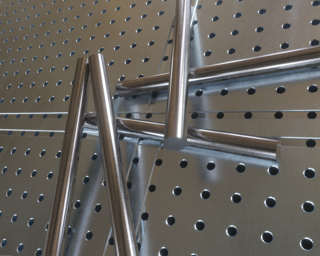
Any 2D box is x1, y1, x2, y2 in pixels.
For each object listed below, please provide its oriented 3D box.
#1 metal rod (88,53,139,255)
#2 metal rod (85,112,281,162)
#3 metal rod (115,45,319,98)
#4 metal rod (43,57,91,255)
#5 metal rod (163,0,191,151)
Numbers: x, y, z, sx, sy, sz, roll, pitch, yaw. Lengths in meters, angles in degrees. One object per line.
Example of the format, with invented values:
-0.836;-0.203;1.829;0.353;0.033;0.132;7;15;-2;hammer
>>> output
-0.064;0.025;0.399;0.025;0.025;0.299;-22;62;15;metal rod
-0.002;0.005;0.405;0.300;0.025;0.025;9;66;31;metal rod
0.075;-0.073;0.412;0.301;0.025;0.025;-6;59;24;metal rod
-0.123;0.035;0.425;0.025;0.025;0.299;-8;65;24;metal rod
0.028;-0.098;0.423;0.025;0.025;0.300;-12;47;21;metal rod
